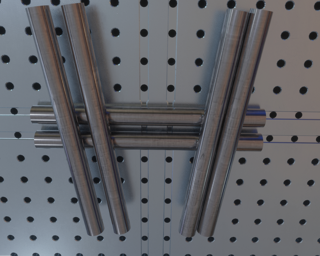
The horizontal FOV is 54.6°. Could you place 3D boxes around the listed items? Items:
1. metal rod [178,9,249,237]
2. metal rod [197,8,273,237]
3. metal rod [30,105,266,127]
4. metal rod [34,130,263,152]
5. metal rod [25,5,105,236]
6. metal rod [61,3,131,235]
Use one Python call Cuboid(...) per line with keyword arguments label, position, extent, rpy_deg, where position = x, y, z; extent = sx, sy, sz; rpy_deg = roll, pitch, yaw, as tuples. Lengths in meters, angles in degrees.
Cuboid(label="metal rod", position=(0.062, 0.009, 0.391), extent=(0.025, 0.025, 0.298), rpy_deg=(9, 110, -3))
Cuboid(label="metal rod", position=(0.088, 0.009, 0.391), extent=(0.025, 0.025, 0.298), rpy_deg=(9, 110, -3))
Cuboid(label="metal rod", position=(-0.014, -0.015, 0.408), extent=(0.302, 0.025, 0.025), rpy_deg=(1, 110, -1))
Cuboid(label="metal rod", position=(-0.014, 0.017, 0.420), extent=(0.302, 0.025, 0.025), rpy_deg=(1, 110, -1))
Cuboid(label="metal rod", position=(-0.113, 0.007, 0.389), extent=(0.025, 0.025, 0.298), rpy_deg=(-8, 110, 3))
Cuboid(label="metal rod", position=(-0.075, 0.004, 0.388), extent=(0.025, 0.025, 0.298), rpy_deg=(-8, 110, 3))
